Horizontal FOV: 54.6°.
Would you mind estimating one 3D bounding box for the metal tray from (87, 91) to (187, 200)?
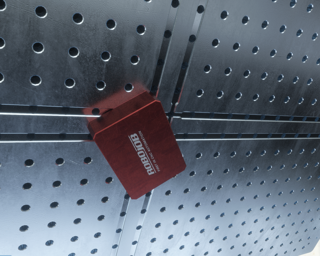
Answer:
[{"bbox_3d":[-0.025,0.027,0.410,0.090,0.030,0.130,-30,129,-9],"label":"metal tray"}]
